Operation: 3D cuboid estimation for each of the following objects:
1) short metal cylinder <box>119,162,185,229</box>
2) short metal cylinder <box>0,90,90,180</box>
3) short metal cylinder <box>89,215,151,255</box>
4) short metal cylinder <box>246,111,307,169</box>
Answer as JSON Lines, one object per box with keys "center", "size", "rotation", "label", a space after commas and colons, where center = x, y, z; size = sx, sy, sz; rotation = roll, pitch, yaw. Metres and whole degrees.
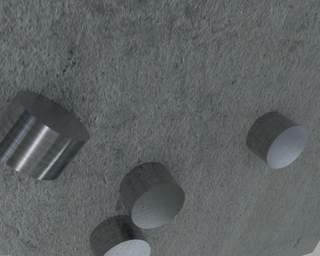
{"center": [-0.012, 0.096, 0.443], "size": [0.081, 0.050, 0.079], "rotation": [-14, 124, -21], "label": "short metal cylinder"}
{"center": [-0.119, 0.007, 0.310], "size": [0.080, 0.080, 0.050], "rotation": [32, 100, -38], "label": "short metal cylinder"}
{"center": [-0.061, 0.180, 0.468], "size": [0.081, 0.050, 0.079], "rotation": [-14, 124, -21], "label": "short metal cylinder"}
{"center": [0.190, 0.020, 0.506], "size": [0.081, 0.050, 0.079], "rotation": [-14, 124, -21], "label": "short metal cylinder"}
